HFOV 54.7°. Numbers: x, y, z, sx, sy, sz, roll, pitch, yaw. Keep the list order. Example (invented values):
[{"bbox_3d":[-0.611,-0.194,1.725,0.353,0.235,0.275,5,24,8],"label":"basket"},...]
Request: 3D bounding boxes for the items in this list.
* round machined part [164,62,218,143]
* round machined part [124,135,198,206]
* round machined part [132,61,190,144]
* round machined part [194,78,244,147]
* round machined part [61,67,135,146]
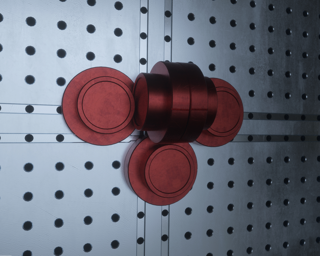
[{"bbox_3d":[0.036,-0.031,0.382,0.042,0.098,0.097,-1,91,-20],"label":"round machined part"},{"bbox_3d":[0.006,0.054,0.407,0.099,0.042,0.097,0,90,-21],"label":"round machined part"},{"bbox_3d":[-0.005,-0.030,0.366,0.042,0.098,0.097,1,90,-20],"label":"round machined part"},{"bbox_3d":[0.076,-0.022,0.432,0.099,0.042,0.097,0,90,-21],"label":"round machined part"},{"bbox_3d":[-0.069,-0.027,0.379,0.099,0.042,0.097,0,90,-21],"label":"round machined part"}]
